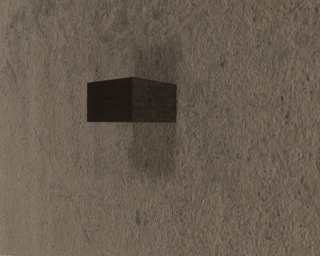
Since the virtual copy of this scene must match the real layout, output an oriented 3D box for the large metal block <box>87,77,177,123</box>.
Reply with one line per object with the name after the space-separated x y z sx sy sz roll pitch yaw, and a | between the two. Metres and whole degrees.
-0.035 -0.032 0.396 0.080 0.081 0.050 1 91 39 | large metal block
